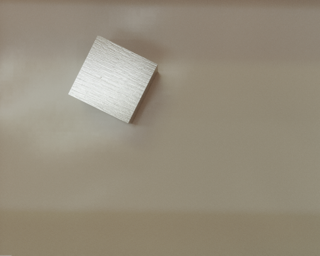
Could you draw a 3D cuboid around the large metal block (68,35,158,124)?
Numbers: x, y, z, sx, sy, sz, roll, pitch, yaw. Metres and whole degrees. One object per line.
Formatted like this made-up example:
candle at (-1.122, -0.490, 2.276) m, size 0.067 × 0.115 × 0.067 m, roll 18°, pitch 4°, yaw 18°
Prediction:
large metal block at (-0.057, -0.059, 0.399) m, size 0.080 × 0.050 × 0.080 m, roll 26°, pitch 90°, yaw 0°
